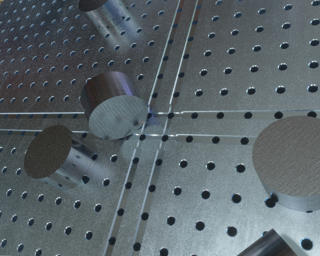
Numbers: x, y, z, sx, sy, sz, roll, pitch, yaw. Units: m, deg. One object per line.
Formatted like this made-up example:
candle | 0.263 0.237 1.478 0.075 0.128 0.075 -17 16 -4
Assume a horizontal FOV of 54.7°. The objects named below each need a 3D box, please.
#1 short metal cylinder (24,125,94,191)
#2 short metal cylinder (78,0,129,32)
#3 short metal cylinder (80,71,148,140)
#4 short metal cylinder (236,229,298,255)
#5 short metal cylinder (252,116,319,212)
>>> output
short metal cylinder | -0.142 0.043 0.439 0.080 0.050 0.080 -13 56 20
short metal cylinder | -0.106 -0.231 0.587 0.080 0.050 0.080 -13 57 20
short metal cylinder | -0.063 -0.030 0.423 0.080 0.080 0.050 -33 52 6
short metal cylinder | 0.097 0.128 0.243 0.050 0.080 0.080 -39 51 2
short metal cylinder | 0.135 0.035 0.300 0.080 0.050 0.080 -13 56 21
